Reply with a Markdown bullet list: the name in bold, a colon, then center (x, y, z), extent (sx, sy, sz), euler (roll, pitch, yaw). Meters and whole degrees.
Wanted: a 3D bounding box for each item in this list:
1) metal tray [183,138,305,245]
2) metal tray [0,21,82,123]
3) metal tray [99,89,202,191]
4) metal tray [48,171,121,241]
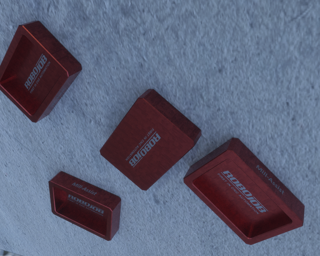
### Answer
- **metal tray**: center (0.106, 0.085, 0.399), extent (0.130, 0.030, 0.090), euler (45, 129, -4)
- **metal tray**: center (-0.180, -0.077, 0.448), extent (0.090, 0.030, 0.129), euler (47, 129, -5)
- **metal tray**: center (-0.017, 0.021, 0.424), extent (0.090, 0.030, 0.129), euler (41, 129, -1)
- **metal tray**: center (-0.136, 0.141, 0.559), extent (0.130, 0.030, 0.089), euler (20, 126, 16)
